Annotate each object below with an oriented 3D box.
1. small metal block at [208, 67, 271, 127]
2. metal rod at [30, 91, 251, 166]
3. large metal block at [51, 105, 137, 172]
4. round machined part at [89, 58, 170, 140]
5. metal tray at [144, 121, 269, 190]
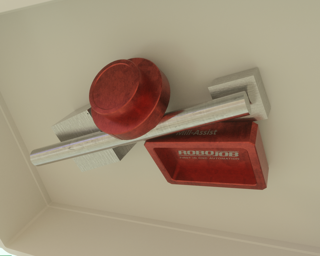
[{"bbox_3d":[0.088,-0.033,0.339,0.050,0.025,0.050,-12,113,33],"label":"small metal block"},{"bbox_3d":[-0.043,0.008,0.375,0.300,0.025,0.025,-14,111,26],"label":"metal rod"},{"bbox_3d":[-0.093,0.009,0.442,0.080,0.050,0.080,-19,109,35],"label":"large metal block"},{"bbox_3d":[-0.041,-0.039,0.353,0.098,0.098,0.042,-4,157,30],"label":"round machined part"},{"bbox_3d":[0.057,0.035,0.376,0.130,0.030,0.090,-2,137,28],"label":"metal tray"}]
